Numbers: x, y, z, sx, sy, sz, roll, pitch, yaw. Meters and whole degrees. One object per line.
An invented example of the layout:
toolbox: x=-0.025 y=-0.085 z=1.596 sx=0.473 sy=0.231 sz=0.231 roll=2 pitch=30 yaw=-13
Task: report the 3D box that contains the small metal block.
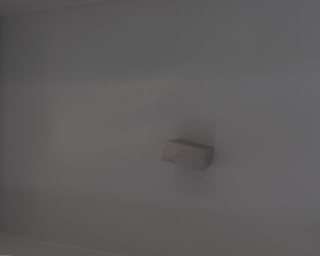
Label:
small metal block: x=0.036 y=0.032 z=0.385 sx=0.050 sy=0.050 sz=0.025 roll=12 pitch=94 yaw=19
